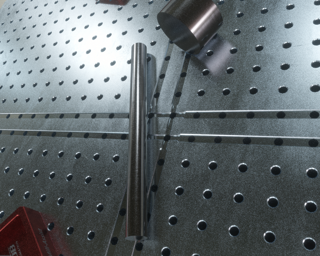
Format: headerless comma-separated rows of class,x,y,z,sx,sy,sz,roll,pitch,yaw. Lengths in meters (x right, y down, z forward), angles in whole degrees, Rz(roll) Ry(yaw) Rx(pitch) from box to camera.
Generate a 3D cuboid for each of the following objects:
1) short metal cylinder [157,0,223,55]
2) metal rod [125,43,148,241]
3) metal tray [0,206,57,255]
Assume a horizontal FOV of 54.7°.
short metal cylinder,0.043,-0.152,0.444,0.050,0.080,0.080,-49,52,-6
metal rod,-0.030,-0.003,0.426,0.025,0.025,0.299,-15,56,20
metal tray,-0.178,0.176,0.390,0.090,0.030,0.130,-43,51,-2
